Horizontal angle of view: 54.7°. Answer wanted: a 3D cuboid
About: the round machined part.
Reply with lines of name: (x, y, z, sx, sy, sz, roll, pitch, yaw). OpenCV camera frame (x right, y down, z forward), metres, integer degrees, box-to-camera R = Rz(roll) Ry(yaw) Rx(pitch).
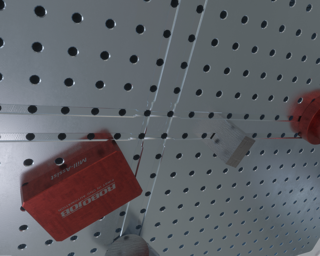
round machined part: (0.304, -0.011, 0.559, 0.099, 0.042, 0.097, -14, 124, -21)

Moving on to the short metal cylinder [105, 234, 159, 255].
short metal cylinder: (-0.043, 0.216, 0.486, 0.080, 0.080, 0.050, -35, 129, -5)

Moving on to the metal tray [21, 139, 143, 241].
metal tray: (-0.098, 0.082, 0.405, 0.131, 0.030, 0.090, -29, 128, -10)

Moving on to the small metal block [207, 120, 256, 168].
small metal block: (0.106, 0.023, 0.467, 0.025, 0.050, 0.050, 23, 106, -37)
